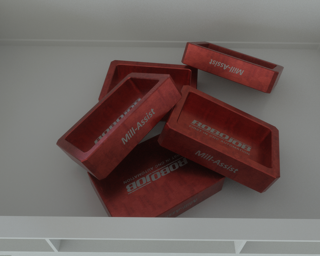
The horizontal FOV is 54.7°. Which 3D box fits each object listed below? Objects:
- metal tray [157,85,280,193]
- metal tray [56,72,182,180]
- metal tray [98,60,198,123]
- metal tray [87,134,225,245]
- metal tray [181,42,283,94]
[{"bbox_3d":[0.072,0.009,0.359,0.131,0.030,0.090,25,40,-1],"label":"metal tray"},{"bbox_3d":[-0.047,-0.010,0.352,0.130,0.030,0.090,-47,32,-18],"label":"metal tray"},{"bbox_3d":[-0.013,-0.055,0.447,0.131,0.030,0.090,5,50,3],"label":"metal tray"},{"bbox_3d":[-0.004,0.058,0.353,0.131,0.030,0.090,-25,55,-20],"label":"metal tray"},{"bbox_3d":[0.108,-0.093,0.454,0.130,0.030,0.090,24,24,18],"label":"metal tray"}]
